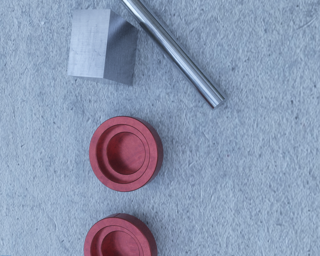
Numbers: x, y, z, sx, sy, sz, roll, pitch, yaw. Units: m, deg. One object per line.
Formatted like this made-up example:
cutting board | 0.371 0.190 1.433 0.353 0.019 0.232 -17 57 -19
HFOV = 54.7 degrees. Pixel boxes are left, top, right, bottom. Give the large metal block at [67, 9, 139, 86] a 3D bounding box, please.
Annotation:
large metal block | -0.071 -0.101 0.405 0.050 0.080 0.079 7 93 20

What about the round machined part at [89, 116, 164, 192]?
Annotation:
round machined part | -0.041 0.033 0.414 0.098 0.042 0.097 0 90 20

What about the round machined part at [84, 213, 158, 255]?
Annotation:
round machined part | -0.049 0.163 0.417 0.098 0.042 0.097 0 90 20

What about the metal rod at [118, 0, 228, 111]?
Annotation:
metal rod | -0.016 -0.144 0.414 0.025 0.025 0.300 -42 77 15
